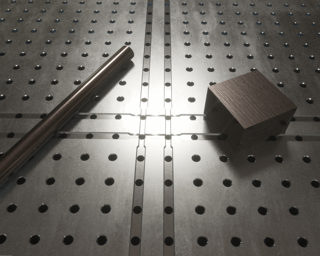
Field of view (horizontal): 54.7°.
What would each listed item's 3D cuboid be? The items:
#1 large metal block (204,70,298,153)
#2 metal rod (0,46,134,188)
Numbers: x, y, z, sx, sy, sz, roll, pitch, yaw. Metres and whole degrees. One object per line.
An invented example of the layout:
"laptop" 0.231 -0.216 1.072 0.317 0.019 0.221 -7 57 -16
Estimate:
"large metal block" 0.117 -0.024 0.413 0.081 0.050 0.080 -21 53 -17
"metal rod" -0.128 -0.026 0.427 0.025 0.025 0.301 24 54 18
